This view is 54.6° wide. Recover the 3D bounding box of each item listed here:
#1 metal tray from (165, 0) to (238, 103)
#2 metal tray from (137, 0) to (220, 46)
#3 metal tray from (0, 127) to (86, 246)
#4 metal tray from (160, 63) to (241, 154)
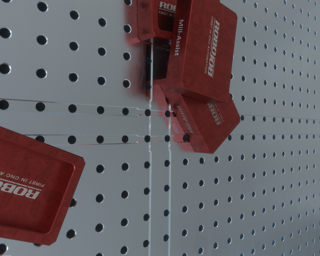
[{"bbox_3d":[0.058,-0.105,0.413,0.091,0.030,0.129,13,82,-39],"label":"metal tray"},{"bbox_3d":[0.030,-0.160,0.429,0.131,0.030,0.090,-3,92,-40],"label":"metal tray"},{"bbox_3d":[-0.145,0.049,0.284,0.131,0.030,0.090,28,72,-36],"label":"metal tray"},{"bbox_3d":[0.064,-0.038,0.458,0.090,0.030,0.130,-44,116,-31],"label":"metal tray"}]
